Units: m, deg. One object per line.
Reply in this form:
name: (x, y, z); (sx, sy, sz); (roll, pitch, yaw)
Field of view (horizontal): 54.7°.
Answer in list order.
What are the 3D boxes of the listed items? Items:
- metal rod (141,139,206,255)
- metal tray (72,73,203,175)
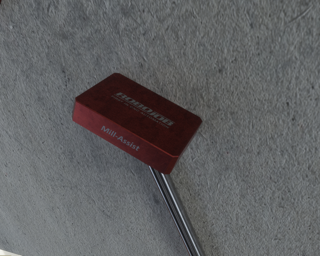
metal rod: (0.022, 0.115, 0.465); (0.025, 0.025, 0.299); (-10, 114, 32)
metal tray: (-0.024, -0.011, 0.369); (0.130, 0.090, 0.030); (30, 128, 9)
